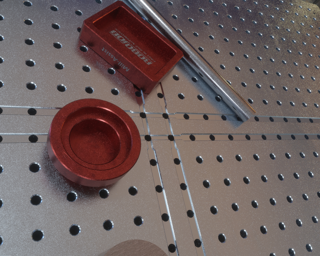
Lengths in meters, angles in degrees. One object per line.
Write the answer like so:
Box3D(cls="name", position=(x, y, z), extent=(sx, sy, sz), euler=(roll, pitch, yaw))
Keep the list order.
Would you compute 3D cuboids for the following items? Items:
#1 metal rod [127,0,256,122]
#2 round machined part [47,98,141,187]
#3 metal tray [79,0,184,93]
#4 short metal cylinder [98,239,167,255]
Box3D(cls="metal rod", position=(0.043, -0.127, 0.508), extent=(0.300, 0.025, 0.025), euler=(47, 51, 5))
Box3D(cls="round machined part", position=(-0.074, 0.019, 0.345), extent=(0.099, 0.042, 0.098), euler=(14, 56, -21))
Box3D(cls="metal tray", position=(-0.039, -0.122, 0.457), extent=(0.130, 0.030, 0.090), euler=(40, 51, -1))
Box3D(cls="short metal cylinder", position=(-0.030, 0.149, 0.285), extent=(0.081, 0.050, 0.080), euler=(14, 56, -21))
